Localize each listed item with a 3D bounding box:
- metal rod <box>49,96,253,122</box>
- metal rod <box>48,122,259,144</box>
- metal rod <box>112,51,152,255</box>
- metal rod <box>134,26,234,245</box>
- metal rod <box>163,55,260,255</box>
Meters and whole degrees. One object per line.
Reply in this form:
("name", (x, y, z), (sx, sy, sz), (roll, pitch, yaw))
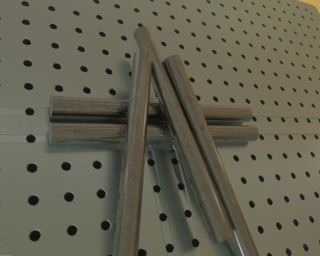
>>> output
("metal rod", (0.007, -0.023, 0.428), (0.303, 0.025, 0.025), (1, 62, -28))
("metal rod", (0.012, 0.007, 0.412), (0.303, 0.025, 0.025), (1, 62, -28))
("metal rod", (-0.030, 0.041, 0.344), (0.025, 0.025, 0.299), (14, 63, -21))
("metal rod", (0.022, -0.007, 0.394), (0.025, 0.025, 0.299), (-6, 65, -31))
("metal rod", (0.065, 0.042, 0.395), (0.025, 0.025, 0.299), (-11, 75, -33))
